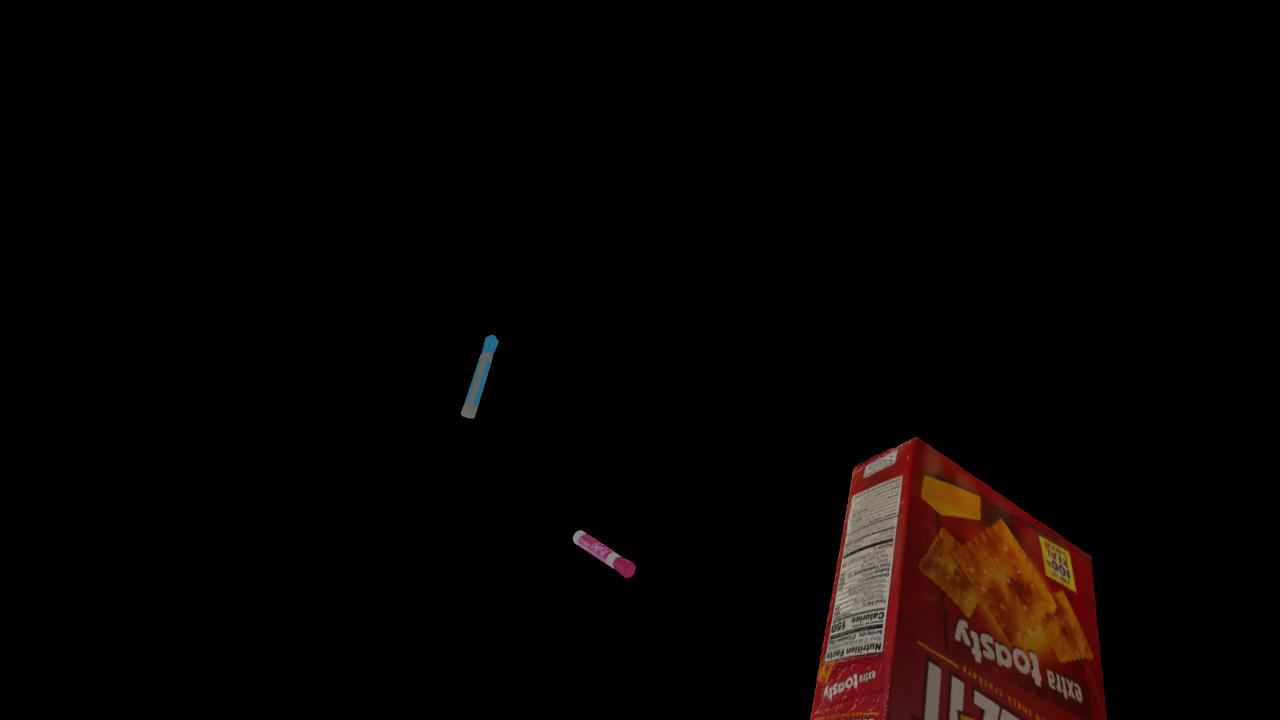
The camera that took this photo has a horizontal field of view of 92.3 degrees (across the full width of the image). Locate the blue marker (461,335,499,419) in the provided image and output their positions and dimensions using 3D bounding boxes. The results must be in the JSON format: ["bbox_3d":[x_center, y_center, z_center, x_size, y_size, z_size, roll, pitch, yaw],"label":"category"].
[{"bbox_3d":[-0.215,0.020,0.832,0.020,0.121,0.020,10,-25,4],"label":"blue marker"}]

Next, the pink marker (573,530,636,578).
[{"bbox_3d":[-0.044,0.237,0.755,0.020,0.020,0.121,0,6,-36],"label":"pink marker"}]

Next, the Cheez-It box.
[{"bbox_3d":[0.204,0.184,0.388,0.166,0.223,0.071,34,-40,-5],"label":"Cheez-It box"}]
